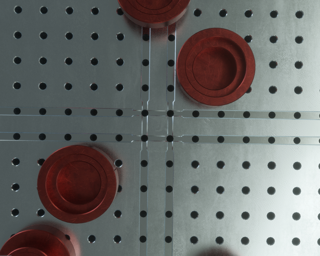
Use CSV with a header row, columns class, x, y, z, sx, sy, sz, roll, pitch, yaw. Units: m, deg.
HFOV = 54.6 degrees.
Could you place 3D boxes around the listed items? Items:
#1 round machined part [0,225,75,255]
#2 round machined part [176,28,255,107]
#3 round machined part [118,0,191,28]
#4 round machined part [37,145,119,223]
class,x,y,z,sx,sy,sz,roll,pitch,yaw
round machined part,-0.165,0.181,0.404,0.099,0.042,0.097,0,90,0
round machined part,0.070,-0.076,0.405,0.099,0.042,0.097,0,90,0
round machined part,-0.007,-0.179,0.405,0.099,0.042,0.097,0,90,0
round machined part,-0.103,0.070,0.404,0.099,0.042,0.097,0,90,0
